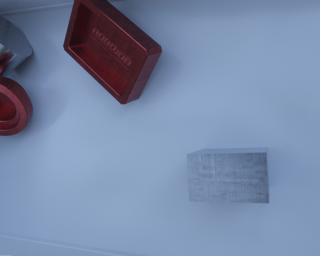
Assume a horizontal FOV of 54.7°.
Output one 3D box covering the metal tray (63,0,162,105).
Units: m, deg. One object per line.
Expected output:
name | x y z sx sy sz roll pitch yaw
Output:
metal tray | -0.068 -0.105 0.410 0.130 0.030 0.089 43 131 14

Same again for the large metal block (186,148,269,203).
large metal block | 0.081 0.051 0.352 0.080 0.080 0.050 -3 89 19

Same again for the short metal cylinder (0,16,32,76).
short metal cylinder | -0.243 -0.124 0.465 0.050 0.080 0.080 -36 79 16

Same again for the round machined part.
round machined part | -0.241 -0.039 0.467 0.099 0.042 0.097 2 127 3
